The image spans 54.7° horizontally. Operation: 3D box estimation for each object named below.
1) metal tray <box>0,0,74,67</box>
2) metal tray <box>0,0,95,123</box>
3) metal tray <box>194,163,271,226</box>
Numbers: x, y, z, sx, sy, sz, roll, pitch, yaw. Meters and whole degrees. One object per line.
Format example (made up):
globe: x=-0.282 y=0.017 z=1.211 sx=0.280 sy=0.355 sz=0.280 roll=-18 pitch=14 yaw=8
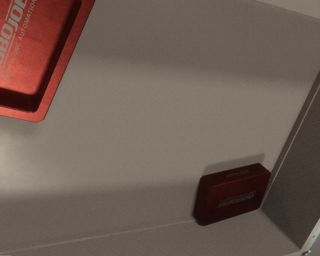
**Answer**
metal tray: x=-0.145 y=-0.107 z=0.261 sx=0.131 sy=0.030 sz=0.089 roll=4 pitch=117 yaw=-31
metal tray: x=-0.121 y=-0.072 z=0.251 sx=0.091 sy=0.030 sz=0.129 roll=15 pitch=116 yaw=-36
metal tray: x=0.128 y=0.117 z=0.551 sx=0.131 sy=0.030 sz=0.089 roll=-8 pitch=122 yaw=-25
